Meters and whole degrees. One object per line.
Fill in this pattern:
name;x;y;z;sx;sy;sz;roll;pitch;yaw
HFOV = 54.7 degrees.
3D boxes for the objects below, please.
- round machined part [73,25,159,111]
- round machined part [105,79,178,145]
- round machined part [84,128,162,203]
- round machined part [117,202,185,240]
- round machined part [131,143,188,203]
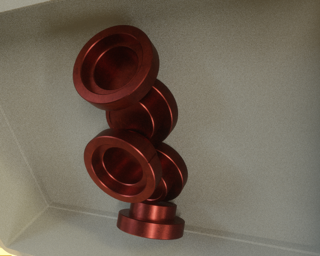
round machined part;-0.046;-0.064;0.355;0.098;0.098;0.042;7;164;24
round machined part;-0.030;-0.018;0.398;0.098;0.042;0.097;13;124;20
round machined part;-0.042;0.042;0.386;0.098;0.042;0.097;13;124;20
round machined part;-0.012;0.129;0.457;0.098;0.098;0.042;6;84;24
round machined part;-0.013;0.068;0.442;0.098;0.042;0.097;13;124;20
